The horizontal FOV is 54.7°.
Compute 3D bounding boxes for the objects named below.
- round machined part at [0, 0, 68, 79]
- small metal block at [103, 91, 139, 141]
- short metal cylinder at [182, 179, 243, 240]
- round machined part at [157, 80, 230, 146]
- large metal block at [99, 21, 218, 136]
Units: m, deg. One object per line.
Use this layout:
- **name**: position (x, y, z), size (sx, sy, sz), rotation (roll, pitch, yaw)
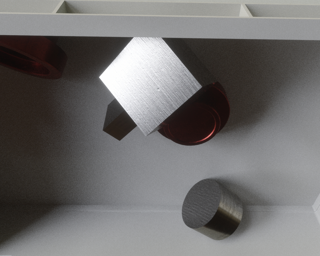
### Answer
- **round machined part**: position (-0.138, -0.086, 0.300), size (0.099, 0.042, 0.098), rotation (15, 171, 3)
- **small metal block**: position (-0.041, -0.021, 0.374), size (0.025, 0.050, 0.050), rotation (35, 121, -26)
- **short metal cylinder**: position (0.080, 0.126, 0.482), size (0.050, 0.080, 0.080), rotation (34, 122, -26)
- **round machined part**: position (0.038, -0.016, 0.385), size (0.099, 0.042, 0.097), rotation (-1, 130, 0)
- **large metal block**: position (-0.002, -0.051, 0.325), size (0.080, 0.050, 0.080), rotation (-41, 84, 29)
